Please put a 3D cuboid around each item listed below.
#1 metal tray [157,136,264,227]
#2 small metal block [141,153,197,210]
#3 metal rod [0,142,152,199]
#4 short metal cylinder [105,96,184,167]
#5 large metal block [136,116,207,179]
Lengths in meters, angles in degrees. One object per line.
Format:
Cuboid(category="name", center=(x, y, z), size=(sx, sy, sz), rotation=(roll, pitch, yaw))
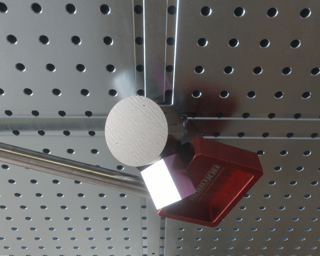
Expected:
Cuboid(category="metal tray", center=(0.060, 0.076, 0.404), size=(0.091, 0.030, 0.129), rotation=(16, 128, -14))
Cuboid(category="small metal block", center=(0.009, 0.064, 0.371), size=(0.025, 0.050, 0.050), rotation=(-15, 164, -41))
Cuboid(category="metal rod", center=(-0.142, 0.049, 0.413), size=(0.302, 0.025, 0.025), rotation=(13, 130, 3))
Cuboid(category="short metal cylinder", center=(-0.018, 0.004, 0.371), size=(0.080, 0.080, 0.050), rotation=(-28, 168, 21))
Cuboid(category="large metal block", center=(0.025, 0.042, 0.430), size=(0.080, 0.050, 0.080), rotation=(-28, 125, 21))
